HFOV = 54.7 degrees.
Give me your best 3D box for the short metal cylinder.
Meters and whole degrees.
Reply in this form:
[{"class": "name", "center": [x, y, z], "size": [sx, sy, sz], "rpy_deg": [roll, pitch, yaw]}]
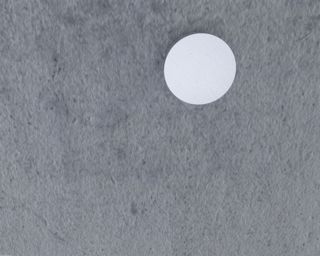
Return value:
[{"class": "short metal cylinder", "center": [0.045, -0.073, 0.370], "size": [0.081, 0.050, 0.079], "rpy_deg": [0, 110, -1]}]
